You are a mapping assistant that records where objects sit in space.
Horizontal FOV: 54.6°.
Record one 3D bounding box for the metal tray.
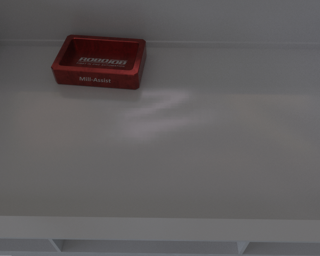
[{"bbox_3d":[-0.092,-0.106,0.490,0.131,0.030,0.090,5,50,4],"label":"metal tray"}]
